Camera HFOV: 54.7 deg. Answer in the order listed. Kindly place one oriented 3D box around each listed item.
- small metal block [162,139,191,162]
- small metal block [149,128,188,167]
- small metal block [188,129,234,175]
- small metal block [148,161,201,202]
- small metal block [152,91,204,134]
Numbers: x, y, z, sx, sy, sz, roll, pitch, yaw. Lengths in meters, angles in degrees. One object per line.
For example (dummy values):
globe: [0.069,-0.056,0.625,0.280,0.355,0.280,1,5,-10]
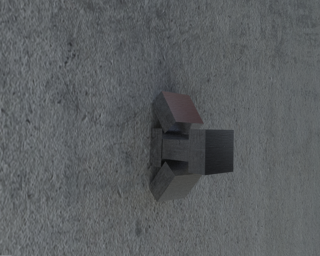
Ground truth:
small metal block: [0.038,0.027,0.391,0.050,0.050,0.025,3,88,-40]
small metal block: [0.013,0.026,0.420,0.050,0.025,0.050,3,88,-40]
small metal block: [0.060,0.027,0.361,0.050,0.025,0.050,1,89,-40]
small metal block: [0.021,0.070,0.410,0.050,0.025,0.050,3,129,-40]
small metal block: [0.023,-0.020,0.412,0.050,0.025,0.050,3,52,-40]
